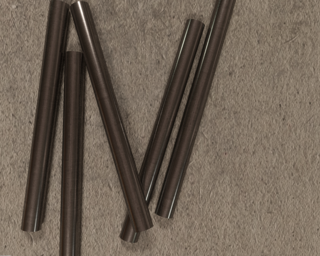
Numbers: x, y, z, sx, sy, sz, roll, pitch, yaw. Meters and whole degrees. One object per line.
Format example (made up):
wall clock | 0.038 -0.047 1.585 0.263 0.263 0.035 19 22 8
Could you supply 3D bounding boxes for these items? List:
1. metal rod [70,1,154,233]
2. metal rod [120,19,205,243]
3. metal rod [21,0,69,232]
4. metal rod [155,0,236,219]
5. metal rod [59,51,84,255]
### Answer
metal rod | -0.063 -0.018 0.394 0.025 0.025 0.299 -17 85 0
metal rod | 0.003 0.004 0.410 0.025 0.025 0.298 17 90 -1
metal rod | -0.151 -0.016 0.407 0.025 0.025 0.298 7 90 -1
metal rod | 0.047 -0.028 0.410 0.025 0.025 0.298 16 90 -1
metal rod | -0.116 0.051 0.408 0.025 0.025 0.298 2 90 -1
